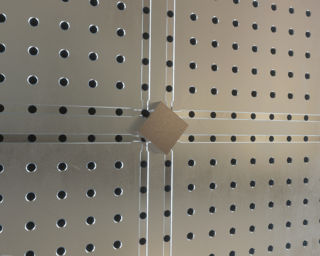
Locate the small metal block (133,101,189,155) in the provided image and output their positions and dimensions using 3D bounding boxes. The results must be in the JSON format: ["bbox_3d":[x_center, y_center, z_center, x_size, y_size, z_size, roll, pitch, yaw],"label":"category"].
[{"bbox_3d":[0.001,0.000,0.413,0.050,0.025,0.050,40,77,-16],"label":"small metal block"}]
